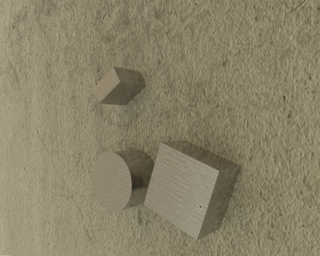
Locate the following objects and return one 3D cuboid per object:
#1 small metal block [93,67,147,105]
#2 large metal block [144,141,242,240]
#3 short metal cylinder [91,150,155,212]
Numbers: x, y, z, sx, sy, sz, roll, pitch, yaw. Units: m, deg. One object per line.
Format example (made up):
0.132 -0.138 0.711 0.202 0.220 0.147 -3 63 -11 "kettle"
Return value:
-0.056 -0.057 0.435 0.050 0.050 0.025 -39 67 33 "small metal block"
0.036 0.067 0.359 0.080 0.050 0.079 24 105 37 "large metal block"
-0.050 0.071 0.430 0.080 0.050 0.079 0 90 40 "short metal cylinder"
